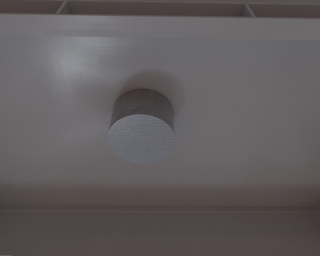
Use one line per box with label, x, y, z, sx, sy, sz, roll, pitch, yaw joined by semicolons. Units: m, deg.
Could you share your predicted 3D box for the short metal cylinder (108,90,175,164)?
short metal cylinder;-0.022;-0.001;0.389;0.080;0.050;0.080;0;130;0
